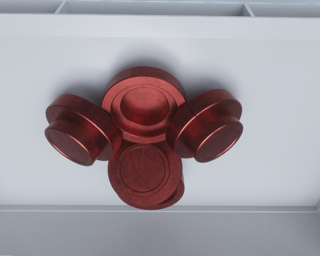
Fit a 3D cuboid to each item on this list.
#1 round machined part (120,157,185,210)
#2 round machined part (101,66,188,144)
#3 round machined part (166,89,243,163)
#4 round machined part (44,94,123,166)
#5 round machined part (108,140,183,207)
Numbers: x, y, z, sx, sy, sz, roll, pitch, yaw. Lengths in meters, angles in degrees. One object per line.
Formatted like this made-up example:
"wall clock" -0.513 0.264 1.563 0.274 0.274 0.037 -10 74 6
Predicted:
"round machined part" -0.014 0.076 0.459 0.099 0.042 0.097 0 130 0
"round machined part" -0.018 -0.031 0.368 0.099 0.042 0.097 0 130 0
"round machined part" 0.059 0.004 0.370 0.099 0.042 0.097 -25 146 -18
"round machined part" -0.098 0.009 0.374 0.098 0.042 0.097 22 146 16
"round machined part" -0.020 0.053 0.403 0.099 0.097 0.042 -5 174 4
